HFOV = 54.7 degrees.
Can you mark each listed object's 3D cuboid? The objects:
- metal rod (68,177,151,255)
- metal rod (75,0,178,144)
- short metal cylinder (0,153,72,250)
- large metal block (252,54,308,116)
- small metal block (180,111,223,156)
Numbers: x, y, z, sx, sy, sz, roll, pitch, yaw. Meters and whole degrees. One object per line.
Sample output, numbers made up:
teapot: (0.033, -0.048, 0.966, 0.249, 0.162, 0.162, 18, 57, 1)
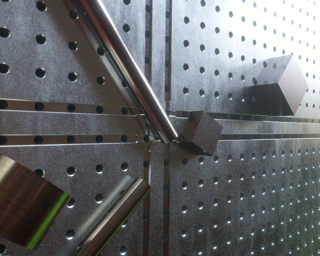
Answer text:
metal rod: (-0.110, 0.168, 0.317, 0.301, 0.025, 0.025, -48, 119, -29)
metal rod: (-0.057, -0.105, 0.360, 0.025, 0.025, 0.299, -45, 117, -30)
short metal cylinder: (-0.126, 0.062, 0.268, 0.080, 0.080, 0.050, 45, 63, -31)
large metal block: (0.229, -0.079, 0.585, 0.080, 0.050, 0.080, 51, 60, -28)
small metal block: (0.063, 0.008, 0.462, 0.050, 0.025, 0.050, 34, 69, -35)
